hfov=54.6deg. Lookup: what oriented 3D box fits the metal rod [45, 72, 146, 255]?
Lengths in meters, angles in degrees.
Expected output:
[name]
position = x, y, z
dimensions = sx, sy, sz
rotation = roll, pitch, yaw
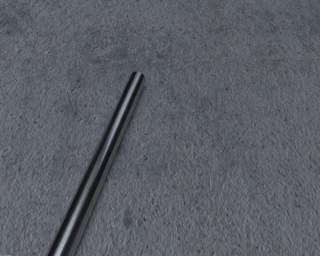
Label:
[metal rod]
position = -0.069, 0.037, 0.372
dimensions = 0.025, 0.025, 0.300
rotation = 11, 51, 9
